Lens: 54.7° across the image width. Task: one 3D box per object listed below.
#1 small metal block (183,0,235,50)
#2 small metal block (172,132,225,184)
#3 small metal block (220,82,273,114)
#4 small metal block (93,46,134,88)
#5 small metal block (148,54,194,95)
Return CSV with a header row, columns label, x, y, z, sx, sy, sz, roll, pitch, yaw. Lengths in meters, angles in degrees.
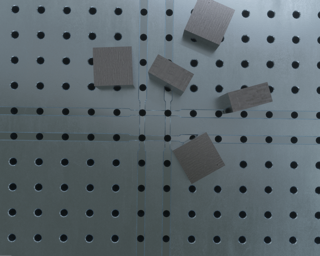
label,x,y,z,sx,sy,sz,roll,pitch,yaw
small metal block,0.065,-0.141,0.414,0.050,0.025,0.050,24,90,-1
small metal block,0.051,0.039,0.414,0.050,0.025,0.050,-29,90,-1
small metal block,0.110,-0.038,0.402,0.050,0.050,0.025,-15,90,0
small metal block,-0.061,-0.080,0.413,0.050,0.025,0.050,-2,90,-1
small metal block,0.013,-0.067,0.401,0.050,0.050,0.025,29,90,-1
